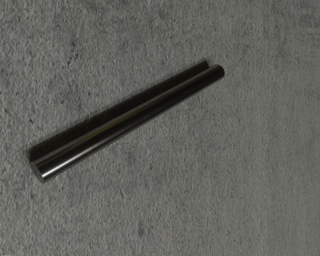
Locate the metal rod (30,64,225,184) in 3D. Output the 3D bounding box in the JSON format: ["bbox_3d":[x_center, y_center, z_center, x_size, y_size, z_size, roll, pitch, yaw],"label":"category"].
[{"bbox_3d":[-0.016,-0.021,0.390,0.302,0.025,0.025,-32,110,-35],"label":"metal rod"}]
